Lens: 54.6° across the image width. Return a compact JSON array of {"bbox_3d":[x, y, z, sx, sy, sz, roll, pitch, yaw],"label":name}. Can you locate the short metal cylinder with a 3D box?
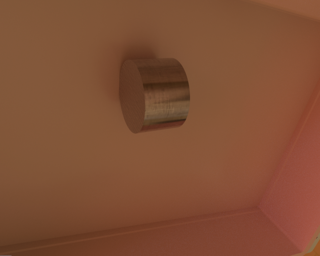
[{"bbox_3d":[-0.009,-0.037,0.345,0.050,0.080,0.079,-8,122,-24],"label":"short metal cylinder"}]
